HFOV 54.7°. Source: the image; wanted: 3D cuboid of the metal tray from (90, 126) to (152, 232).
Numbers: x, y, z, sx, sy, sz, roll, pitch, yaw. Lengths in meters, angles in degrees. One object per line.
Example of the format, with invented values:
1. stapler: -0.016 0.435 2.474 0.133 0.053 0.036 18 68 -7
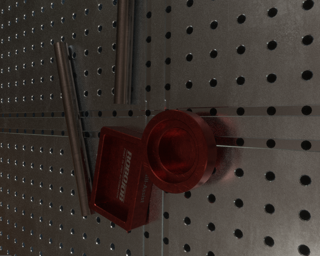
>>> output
1. metal tray: -0.054 0.069 0.448 0.090 0.030 0.129 16 100 38

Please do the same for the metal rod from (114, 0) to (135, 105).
1. metal rod: -0.049 -0.184 0.447 0.025 0.025 0.298 4 93 39

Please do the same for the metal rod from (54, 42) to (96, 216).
1. metal rod: -0.145 -0.004 0.525 0.025 0.025 0.299 -20 77 38

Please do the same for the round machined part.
1. round machined part: 0.026 0.027 0.375 0.098 0.042 0.097 0 90 39
